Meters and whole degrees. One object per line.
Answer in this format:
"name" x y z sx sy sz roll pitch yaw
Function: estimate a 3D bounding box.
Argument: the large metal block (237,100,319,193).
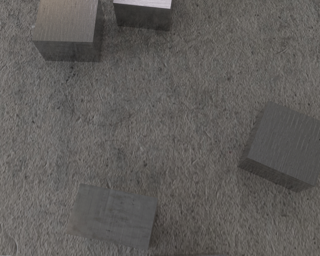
"large metal block" 0.154 0.024 0.387 0.080 0.050 0.080 24 72 8

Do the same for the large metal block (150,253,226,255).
"large metal block" 0.030 0.178 0.330 0.081 0.050 0.080 -3 70 -1

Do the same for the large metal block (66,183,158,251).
"large metal block" -0.046 0.100 0.342 0.080 0.080 0.050 10 71 4

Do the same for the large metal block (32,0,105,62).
"large metal block" -0.128 -0.144 0.446 0.080 0.050 0.080 2 70 0

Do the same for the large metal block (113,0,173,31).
"large metal block" -0.020 -0.199 0.467 0.080 0.050 0.080 7 70 2
